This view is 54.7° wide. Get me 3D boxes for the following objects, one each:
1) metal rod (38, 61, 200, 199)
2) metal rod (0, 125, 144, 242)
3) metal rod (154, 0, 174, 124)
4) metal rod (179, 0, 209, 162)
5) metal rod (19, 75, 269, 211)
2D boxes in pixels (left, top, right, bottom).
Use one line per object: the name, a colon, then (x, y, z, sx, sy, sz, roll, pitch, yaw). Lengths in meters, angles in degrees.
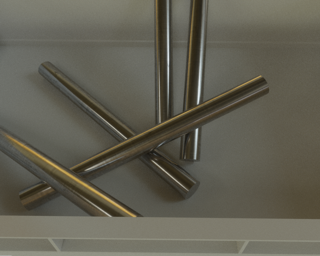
metal rod: (-0.070, -0.011, 0.413, 0.300, 0.025, 0.025, 37, 59, 27)
metal rod: (-0.139, 0.034, 0.339, 0.300, 0.025, 0.025, 23, 53, 31)
metal rod: (0.005, -0.150, 0.429, 0.025, 0.025, 0.298, 0, 83, -1)
metal rod: (0.048, -0.106, 0.410, 0.025, 0.025, 0.299, 4, 76, 3)
metal rod: (-0.012, 0.014, 0.354, 0.301, 0.025, 0.025, -26, 54, -6)
